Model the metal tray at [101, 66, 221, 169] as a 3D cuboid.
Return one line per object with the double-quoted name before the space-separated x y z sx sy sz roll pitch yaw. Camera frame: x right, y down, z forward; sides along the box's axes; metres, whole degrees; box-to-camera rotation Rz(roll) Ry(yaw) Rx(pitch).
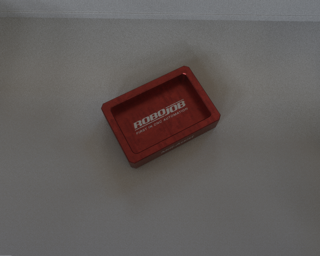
"metal tray" 0.001 -0.016 0.410 0.131 0.030 0.090 -27 73 -10
